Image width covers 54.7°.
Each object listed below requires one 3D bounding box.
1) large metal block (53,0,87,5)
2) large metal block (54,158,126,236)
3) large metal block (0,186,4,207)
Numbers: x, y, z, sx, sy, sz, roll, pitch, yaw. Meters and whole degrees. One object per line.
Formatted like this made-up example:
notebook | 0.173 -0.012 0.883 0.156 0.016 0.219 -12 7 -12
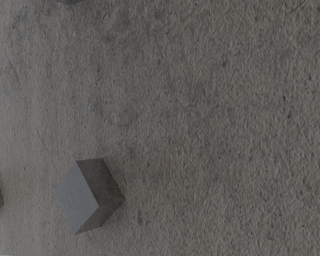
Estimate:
large metal block | -0.149 -0.257 0.512 0.080 0.050 0.079 7 95 39
large metal block | -0.111 0.105 0.481 0.080 0.050 0.080 -50 61 28
large metal block | -0.421 0.161 0.737 0.080 0.050 0.080 -34 69 35
